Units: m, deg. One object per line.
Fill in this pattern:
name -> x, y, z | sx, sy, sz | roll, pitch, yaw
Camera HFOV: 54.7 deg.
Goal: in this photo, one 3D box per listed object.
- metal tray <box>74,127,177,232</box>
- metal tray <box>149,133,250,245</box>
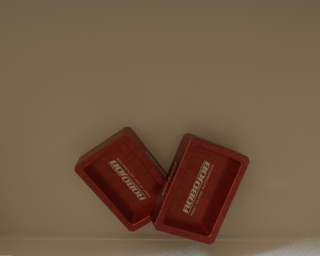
metal tray -> -0.042, 0.074, 0.435 | 0.090, 0.030, 0.130 | -34, 107, 11
metal tray -> 0.052, 0.082, 0.415 | 0.091, 0.030, 0.129 | 21, 94, -17
